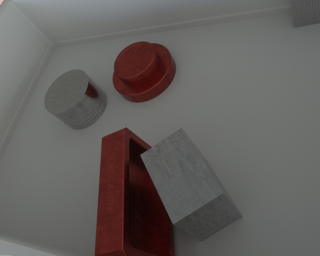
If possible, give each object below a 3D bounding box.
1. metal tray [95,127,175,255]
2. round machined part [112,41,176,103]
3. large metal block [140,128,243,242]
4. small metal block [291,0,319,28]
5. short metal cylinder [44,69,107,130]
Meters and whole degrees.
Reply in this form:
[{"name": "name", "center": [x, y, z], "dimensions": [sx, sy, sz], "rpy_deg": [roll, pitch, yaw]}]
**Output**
[{"name": "metal tray", "center": [-0.023, 0.075, 0.323], "dimensions": [0.030, 0.090, 0.130], "rpy_deg": [-22, 51, 23]}, {"name": "round machined part", "center": [-0.029, -0.090, 0.464], "dimensions": [0.098, 0.042, 0.098], "rpy_deg": [-13, 56, 20]}, {"name": "large metal block", "center": [0.033, 0.059, 0.316], "dimensions": [0.050, 0.080, 0.080], "rpy_deg": [-34, 52, 6]}, {"name": "small metal block", "center": [0.191, -0.157, 0.385], "dimensions": [0.050, 0.050, 0.025], "rpy_deg": [-4, 60, 26]}, {"name": "short metal cylinder", "center": [-0.131, -0.044, 0.483], "dimensions": [0.080, 0.050, 0.080], "rpy_deg": [-13, 56, 20]}]
